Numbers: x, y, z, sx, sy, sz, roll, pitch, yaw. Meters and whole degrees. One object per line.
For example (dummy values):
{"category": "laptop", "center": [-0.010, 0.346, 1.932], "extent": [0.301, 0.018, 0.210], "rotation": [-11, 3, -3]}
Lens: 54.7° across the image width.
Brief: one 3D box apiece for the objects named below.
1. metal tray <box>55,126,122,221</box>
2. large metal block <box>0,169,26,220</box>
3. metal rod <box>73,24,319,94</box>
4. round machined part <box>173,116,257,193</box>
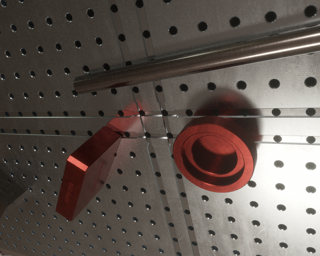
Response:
{"category": "metal tray", "center": [-0.108, 0.069, 0.466], "extent": [0.030, 0.090, 0.129], "rotation": [31, 128, 8]}
{"category": "large metal block", "center": [-0.347, 0.142, 0.662], "extent": [0.080, 0.050, 0.080], "rotation": [42, 129, -1]}
{"category": "metal rod", "center": [0.019, -0.071, 0.356], "extent": [0.300, 0.025, 0.025], "rotation": [-5, 116, 30]}
{"category": "round machined part", "center": [0.069, 0.028, 0.380], "extent": [0.098, 0.042, 0.097], "rotation": [13, 124, 20]}
